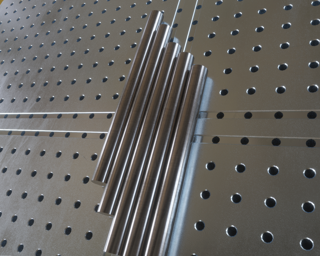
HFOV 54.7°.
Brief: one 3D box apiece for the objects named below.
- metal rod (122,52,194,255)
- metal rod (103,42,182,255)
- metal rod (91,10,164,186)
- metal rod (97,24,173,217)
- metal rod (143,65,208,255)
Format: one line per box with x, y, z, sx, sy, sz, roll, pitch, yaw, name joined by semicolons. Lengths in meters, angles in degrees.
0.001;0.029;0.387;0.025;0.025;0.300;1;62;28;metal rod
-0.015;0.010;0.408;0.025;0.025;0.300;1;62;28;metal rod
-0.042;-0.059;0.464;0.025;0.025;0.300;1;62;28;metal rod
-0.028;-0.027;0.436;0.025;0.025;0.300;1;62;28;metal rod
0.018;0.052;0.365;0.025;0.025;0.300;1;62;28;metal rod
